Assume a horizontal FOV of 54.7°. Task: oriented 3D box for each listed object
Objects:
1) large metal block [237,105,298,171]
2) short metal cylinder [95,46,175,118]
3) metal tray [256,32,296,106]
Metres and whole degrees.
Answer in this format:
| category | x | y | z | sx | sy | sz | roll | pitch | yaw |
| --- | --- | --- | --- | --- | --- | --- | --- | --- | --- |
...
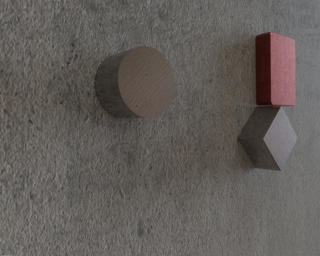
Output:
| category | x | y | z | sx | sy | sz | roll | pitch | yaw |
| --- | --- | --- | --- | --- | --- | --- | --- | --- | --- |
| large metal block | 0.192 | 0.017 | 0.549 | 0.080 | 0.050 | 0.080 | -52 | 121 | -27 |
| short metal cylinder | -0.029 | -0.051 | 0.364 | 0.081 | 0.050 | 0.080 | 0 | 90 | -40 |
| metal tray | 0.220 | -0.107 | 0.585 | 0.091 | 0.030 | 0.129 | -1 | 91 | -40 |
